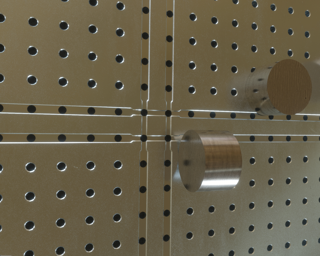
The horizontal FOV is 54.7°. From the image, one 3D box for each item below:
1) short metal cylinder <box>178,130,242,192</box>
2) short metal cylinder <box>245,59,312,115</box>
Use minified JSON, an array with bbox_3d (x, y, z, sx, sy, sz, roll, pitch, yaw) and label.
[{"bbox_3d":[0.063,0.043,0.407,0.050,0.080,0.080,1,90,-20],"label":"short metal cylinder"},{"bbox_3d":[0.177,-0.059,0.464,0.081,0.050,0.079,0,90,-20],"label":"short metal cylinder"}]
